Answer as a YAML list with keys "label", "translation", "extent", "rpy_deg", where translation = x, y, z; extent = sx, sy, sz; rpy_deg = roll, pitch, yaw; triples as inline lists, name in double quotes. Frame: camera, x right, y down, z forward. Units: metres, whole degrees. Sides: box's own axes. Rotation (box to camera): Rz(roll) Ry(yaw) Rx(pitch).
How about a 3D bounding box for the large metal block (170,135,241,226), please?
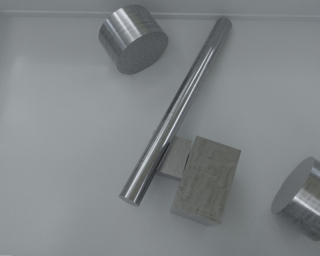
- label: "large metal block"
  translation: [0.049, 0.064, 0.358]
  extent: [0.050, 0.080, 0.080]
  rpy_deg: [19, 71, 6]

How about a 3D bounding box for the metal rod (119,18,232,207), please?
- label: "metal rod"
  translation: [0.031, -0.038, 0.404]
  extent: [0.025, 0.025, 0.300]
  rpy_deg: [25, 64, 8]

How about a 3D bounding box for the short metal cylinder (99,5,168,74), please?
- label: "short metal cylinder"
  translation: [-0.036, -0.119, 0.424]
  extent: [0.080, 0.080, 0.050]
  rpy_deg: [-30, 73, -11]

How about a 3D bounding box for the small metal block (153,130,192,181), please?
- label: "small metal block"
  translation: [0.009, 0.036, 0.397]
  extent: [0.050, 0.025, 0.050]
  rpy_deg: [16, 71, 5]

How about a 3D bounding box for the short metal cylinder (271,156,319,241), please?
- label: "short metal cylinder"
  translation: [0.173, 0.080, 0.354]
  extent: [0.050, 0.080, 0.080]
  rpy_deg: [35, 74, 11]
